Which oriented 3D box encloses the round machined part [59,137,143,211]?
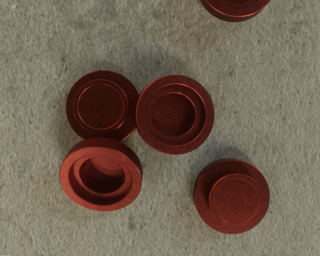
[{"bbox_3d":[-0.071,0.053,0.388,0.099,0.042,0.097,1,118,1],"label":"round machined part"}]

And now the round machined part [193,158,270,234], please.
[{"bbox_3d":[0.094,0.090,0.403,0.099,0.042,0.097,0,90,-1],"label":"round machined part"}]

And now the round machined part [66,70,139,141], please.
[{"bbox_3d":[-0.073,-0.026,0.401,0.099,0.042,0.097,0,90,-1],"label":"round machined part"}]

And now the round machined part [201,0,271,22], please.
[{"bbox_3d":[0.097,-0.186,0.403,0.099,0.042,0.097,0,90,-1],"label":"round machined part"}]

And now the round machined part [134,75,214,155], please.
[{"bbox_3d":[0.016,-0.017,0.396,0.099,0.042,0.097,0,92,-12],"label":"round machined part"}]
